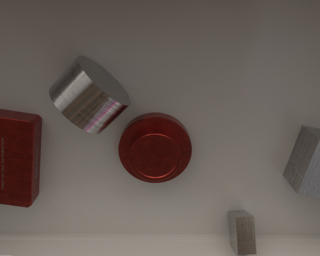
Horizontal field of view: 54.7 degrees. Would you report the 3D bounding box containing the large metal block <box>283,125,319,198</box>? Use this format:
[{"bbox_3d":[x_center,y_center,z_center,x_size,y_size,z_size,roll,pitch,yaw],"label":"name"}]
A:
[{"bbox_3d":[0.227,0.049,0.419,0.081,0.050,0.079,11,110,-5],"label":"large metal block"}]

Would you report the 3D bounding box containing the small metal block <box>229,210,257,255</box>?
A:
[{"bbox_3d":[0.117,0.148,0.446,0.025,0.050,0.050,-2,85,0],"label":"small metal block"}]

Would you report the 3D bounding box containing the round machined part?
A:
[{"bbox_3d":[-0.006,0.032,0.414,0.099,0.042,0.097,0,110,-1],"label":"round machined part"}]

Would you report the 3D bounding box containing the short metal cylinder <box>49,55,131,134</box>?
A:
[{"bbox_3d":[-0.081,-0.039,0.367,0.050,0.080,0.080,-43,105,14],"label":"short metal cylinder"}]

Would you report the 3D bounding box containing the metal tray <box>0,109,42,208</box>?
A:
[{"bbox_3d":[-0.213,0.041,0.421,0.091,0.030,0.129,9,110,-4],"label":"metal tray"}]
